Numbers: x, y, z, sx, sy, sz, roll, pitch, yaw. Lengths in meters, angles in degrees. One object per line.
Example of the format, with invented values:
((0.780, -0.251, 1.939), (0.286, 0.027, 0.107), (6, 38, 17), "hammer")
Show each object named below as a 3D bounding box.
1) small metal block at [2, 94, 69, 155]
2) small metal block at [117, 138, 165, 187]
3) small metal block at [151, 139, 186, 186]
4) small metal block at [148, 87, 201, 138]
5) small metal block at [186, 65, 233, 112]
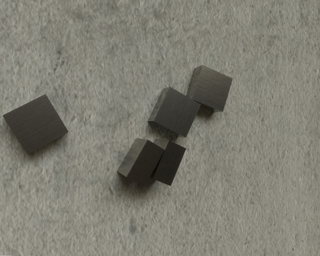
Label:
((-0.142, -0.004, 0.357), (0.050, 0.025, 0.050), (-32, 101, -18), "small metal block")
((-0.025, 0.041, 0.387), (0.025, 0.050, 0.050), (33, 79, -18), "small metal block")
((0.003, 0.043, 0.398), (0.025, 0.050, 0.050), (26, 81, -19), "small metal block")
((0.019, -0.020, 0.417), (0.050, 0.025, 0.050), (28, 81, -18), "small metal block")
((0.068, -0.054, 0.436), (0.050, 0.025, 0.050), (20, 83, -19), "small metal block")
